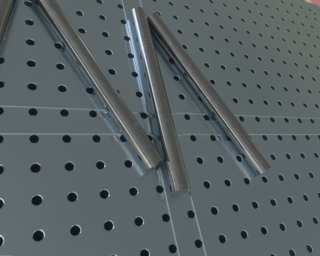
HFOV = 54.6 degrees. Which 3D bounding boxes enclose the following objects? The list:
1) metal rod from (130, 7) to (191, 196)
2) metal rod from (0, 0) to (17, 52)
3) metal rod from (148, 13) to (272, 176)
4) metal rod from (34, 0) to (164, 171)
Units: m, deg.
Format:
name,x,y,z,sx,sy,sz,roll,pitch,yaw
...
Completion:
name,x,y,z,sx,sy,sz,roll,pitch,yaw
metal rod,-0.005,-0.054,0.437,0.025,0.025,0.299,1,61,-28
metal rod,-0.197,-0.078,0.349,0.025,0.025,0.299,12,57,-22
metal rod,0.069,-0.059,0.480,0.025,0.025,0.299,-25,76,-37
metal rod,-0.089,-0.075,0.405,0.025,0.025,0.299,-26,76,-37
